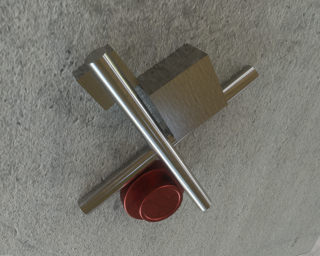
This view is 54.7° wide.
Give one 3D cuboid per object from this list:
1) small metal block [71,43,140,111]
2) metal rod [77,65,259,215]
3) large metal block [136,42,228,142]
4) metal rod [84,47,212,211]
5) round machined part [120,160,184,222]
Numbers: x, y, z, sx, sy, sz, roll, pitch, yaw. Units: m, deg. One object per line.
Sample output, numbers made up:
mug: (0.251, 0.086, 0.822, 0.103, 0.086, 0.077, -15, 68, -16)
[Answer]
small metal block: (-0.060, -0.056, 0.344, 0.050, 0.025, 0.050, -40, 130, -1)
metal rod: (0.013, 0.015, 0.428, 0.301, 0.025, 0.025, -39, 130, -2)
large metal block: (0.027, -0.044, 0.383, 0.080, 0.050, 0.080, -36, 130, -5)
metal rod: (0.004, 0.025, 0.394, 0.025, 0.025, 0.300, -38, 130, -3)
round machined part: (-0.005, 0.099, 0.457, 0.099, 0.042, 0.097, -14, 125, -21)
